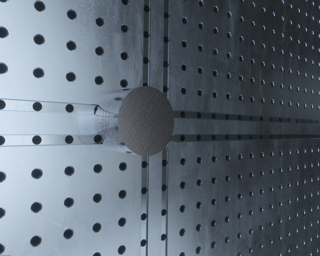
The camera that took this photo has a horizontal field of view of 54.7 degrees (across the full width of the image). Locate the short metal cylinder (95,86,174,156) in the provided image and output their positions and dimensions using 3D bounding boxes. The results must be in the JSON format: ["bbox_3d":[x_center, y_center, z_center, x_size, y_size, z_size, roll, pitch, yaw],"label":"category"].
[{"bbox_3d":[-0.030,-0.008,0.370,0.081,0.050,0.079,0,91,-40],"label":"short metal cylinder"}]
